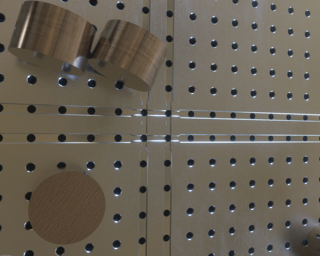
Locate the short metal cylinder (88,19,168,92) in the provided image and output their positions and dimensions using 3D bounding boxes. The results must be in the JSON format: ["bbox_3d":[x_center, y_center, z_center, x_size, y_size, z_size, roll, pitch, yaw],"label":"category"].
[{"bbox_3d":[-0.038,-0.084,0.369,0.080,0.080,0.050,26,82,-18],"label":"short metal cylinder"}]

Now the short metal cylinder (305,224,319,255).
[{"bbox_3d":[0.287,0.202,0.506,0.081,0.050,0.079,0,90,-20],"label":"short metal cylinder"}]

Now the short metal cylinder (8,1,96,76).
[{"bbox_3d":[-0.117,-0.095,0.340,0.081,0.080,0.050,16,85,-20],"label":"short metal cylinder"}]

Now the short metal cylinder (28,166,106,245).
[{"bbox_3d":[-0.108,0.086,0.360,0.081,0.050,0.079,0,90,-20],"label":"short metal cylinder"}]
